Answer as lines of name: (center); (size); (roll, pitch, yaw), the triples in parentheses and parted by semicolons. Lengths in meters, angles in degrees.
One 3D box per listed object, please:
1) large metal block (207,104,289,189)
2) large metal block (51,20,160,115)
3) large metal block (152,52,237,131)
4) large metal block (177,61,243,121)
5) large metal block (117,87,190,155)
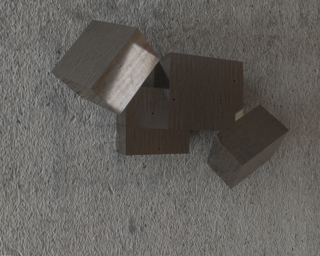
large metal block: (0.115, 0.027, 0.418); (0.080, 0.080, 0.050); (-33, 63, -17)
large metal block: (-0.062, -0.071, 0.351); (0.080, 0.080, 0.050); (-56, 140, -12)
large metal block: (0.039, -0.037, 0.357); (0.081, 0.050, 0.079); (2, 89, -20)
large metal block: (0.065, -0.049, 0.423); (0.081, 0.050, 0.079); (0, 90, -21)
large metal block: (-0.010, -0.008, 0.392); (0.081, 0.050, 0.079); (0, 90, -21)
